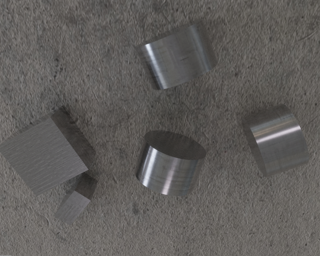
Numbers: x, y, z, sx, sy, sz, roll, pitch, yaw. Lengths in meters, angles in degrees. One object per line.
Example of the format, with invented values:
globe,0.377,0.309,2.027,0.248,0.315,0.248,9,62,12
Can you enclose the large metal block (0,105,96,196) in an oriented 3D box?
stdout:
large metal block,-0.144,0.029,0.406,0.080,0.050,0.080,-28,108,9

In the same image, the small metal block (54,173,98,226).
small metal block,-0.116,0.097,0.431,0.025,0.050,0.050,36,106,-12

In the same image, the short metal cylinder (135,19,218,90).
short metal cylinder,0.019,-0.083,0.350,0.080,0.080,0.050,-21,109,7

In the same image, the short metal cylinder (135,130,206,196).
short metal cylinder,0.013,0.043,0.396,0.080,0.080,0.050,14,110,-6

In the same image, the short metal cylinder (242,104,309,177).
short metal cylinder,0.142,0.016,0.387,0.050,0.080,0.080,-20,109,7
